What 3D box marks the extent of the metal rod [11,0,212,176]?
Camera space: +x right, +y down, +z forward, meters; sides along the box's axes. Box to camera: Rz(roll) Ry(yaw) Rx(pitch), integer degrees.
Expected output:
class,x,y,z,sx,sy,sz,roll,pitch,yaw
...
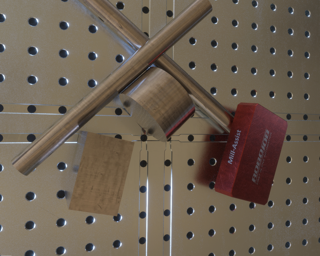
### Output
class,x,y,z,sx,sy,sz,roll,pitch,yaw
metal rod,-0.051,-0.056,0.374,0.301,0.025,0.025,-43,104,-8

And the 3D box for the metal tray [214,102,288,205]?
class,x,y,z,sx,sy,sz,roll,pitch,yaw
metal tray,0.133,0.038,0.444,0.091,0.030,0.129,22,82,-38

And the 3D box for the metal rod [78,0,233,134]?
class,x,y,z,sx,sy,sz,roll,pitch,yaw
metal rod,-0.004,-0.093,0.410,0.301,0.025,0.025,40,78,-16

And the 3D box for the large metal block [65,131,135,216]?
class,x,y,z,sx,sy,sz,roll,pitch,yaw
large metal block,-0.073,0.048,0.357,0.050,0.080,0.080,15,85,-20

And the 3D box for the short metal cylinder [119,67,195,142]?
class,x,y,z,sx,sy,sz,roll,pitch,yaw
short metal cylinder,-0.004,-0.028,0.382,0.050,0.080,0.080,-45,104,-14
